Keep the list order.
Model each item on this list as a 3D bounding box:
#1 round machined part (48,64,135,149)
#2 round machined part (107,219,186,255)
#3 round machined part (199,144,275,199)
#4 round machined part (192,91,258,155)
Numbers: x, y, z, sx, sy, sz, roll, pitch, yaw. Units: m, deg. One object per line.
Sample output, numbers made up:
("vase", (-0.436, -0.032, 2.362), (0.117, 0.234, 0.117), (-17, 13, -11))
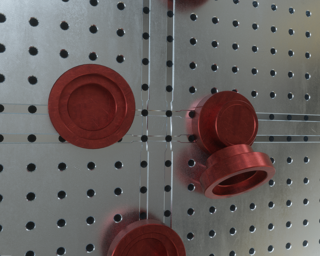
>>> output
("round machined part", (-0.083, -0.025, 0.373), (0.099, 0.042, 0.097), (0, 90, -20))
("round machined part", (-0.020, 0.165, 0.396), (0.099, 0.042, 0.097), (0, 90, -20))
("round machined part", (0.100, 0.057, 0.421), (0.099, 0.097, 0.042), (-3, 56, -20))
("round machined part", (0.099, -0.004, 0.439), (0.099, 0.042, 0.097), (0, 90, -20))
